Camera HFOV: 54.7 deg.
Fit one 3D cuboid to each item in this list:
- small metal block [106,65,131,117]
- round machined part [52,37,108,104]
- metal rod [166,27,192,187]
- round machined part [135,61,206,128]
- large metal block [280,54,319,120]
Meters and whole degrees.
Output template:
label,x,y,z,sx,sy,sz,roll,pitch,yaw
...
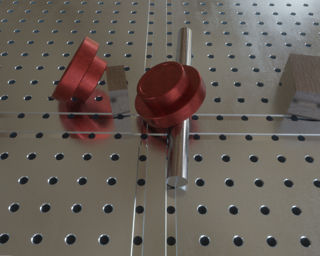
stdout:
label,x,y,z,sx,sy,sz,roll,pitch,yaw
small metal block,-0.059,-0.052,0.434,0.025,0.050,0.050,-8,51,-7
round machined part,-0.109,-0.075,0.434,0.042,0.098,0.098,30,47,-21
metal rod,0.032,-0.053,0.451,0.025,0.025,0.300,4,50,3
round machined part,0.008,-0.051,0.414,0.098,0.042,0.098,-18,45,19
large metal block,0.223,-0.058,0.441,0.080,0.050,0.080,7,50,6
